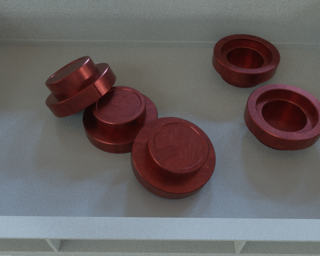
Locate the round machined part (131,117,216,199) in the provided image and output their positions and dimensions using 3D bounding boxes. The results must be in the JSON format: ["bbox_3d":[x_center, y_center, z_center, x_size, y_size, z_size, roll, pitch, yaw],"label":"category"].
[{"bbox_3d":[0.017,0.028,0.356,0.099,0.042,0.098,6,60,-9],"label":"round machined part"}]

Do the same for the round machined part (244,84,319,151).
[{"bbox_3d":[0.159,-0.010,0.404,0.099,0.042,0.098,0,50,0],"label":"round machined part"}]

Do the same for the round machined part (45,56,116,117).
[{"bbox_3d":[-0.112,-0.061,0.415,0.098,0.042,0.098,-23,29,14],"label":"round machined part"}]

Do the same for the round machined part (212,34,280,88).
[{"bbox_3d":[0.130,-0.100,0.480,0.099,0.042,0.098,0,50,0],"label":"round machined part"}]

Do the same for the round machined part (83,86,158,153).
[{"bbox_3d":[-0.052,-0.018,0.408,0.099,0.042,0.098,0,50,0],"label":"round machined part"}]
